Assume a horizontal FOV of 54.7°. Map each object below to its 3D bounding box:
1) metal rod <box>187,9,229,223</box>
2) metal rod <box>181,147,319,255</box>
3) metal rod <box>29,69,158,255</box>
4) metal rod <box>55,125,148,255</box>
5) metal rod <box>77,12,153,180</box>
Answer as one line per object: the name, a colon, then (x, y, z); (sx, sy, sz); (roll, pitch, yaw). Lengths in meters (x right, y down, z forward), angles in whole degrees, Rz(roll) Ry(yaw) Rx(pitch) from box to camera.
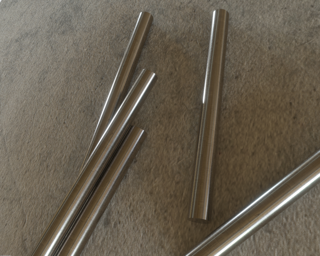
metal rod: (0.065, -0.035, 0.390); (0.025, 0.025, 0.299); (-4, 60, 26)
metal rod: (0.137, 0.050, 0.301); (0.300, 0.025, 0.025); (-39, 51, 1)
metal rod: (-0.084, 0.052, 0.390); (0.025, 0.025, 0.300); (18, 72, 35)
metal rod: (-0.097, 0.129, 0.373); (0.025, 0.025, 0.300); (18, 71, 34)
metal rod: (-0.062, -0.058, 0.470); (0.025, 0.025, 0.300); (2, 62, 29)
